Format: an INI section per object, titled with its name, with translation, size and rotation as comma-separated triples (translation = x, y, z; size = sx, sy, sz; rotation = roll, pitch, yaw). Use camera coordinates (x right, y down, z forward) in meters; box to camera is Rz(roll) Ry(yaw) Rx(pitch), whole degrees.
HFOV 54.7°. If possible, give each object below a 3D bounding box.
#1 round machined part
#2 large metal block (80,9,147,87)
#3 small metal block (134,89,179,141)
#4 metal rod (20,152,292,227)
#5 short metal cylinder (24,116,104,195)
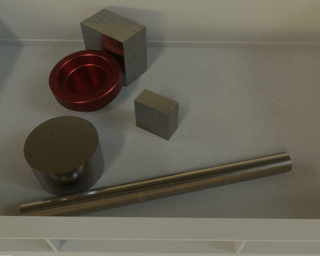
[round machined part]
translation = -0.101, -0.062, 0.439
size = 0.099, 0.042, 0.098
rotation = -2, 57, 3
[large metal block]
translation = -0.067, -0.122, 0.471
size = 0.080, 0.080, 0.050
rotation = 30, 56, 22
[small metal block]
translation = -0.004, -0.017, 0.403
size = 0.050, 0.050, 0.025
rotation = 24, 54, 18
[metal rod]
translation = 0.004, 0.066, 0.349
size = 0.302, 0.025, 0.025
rotation = -10, 51, -9
[short metal cylinder]
translation = -0.109, 0.032, 0.361
size = 0.081, 0.050, 0.080
rotation = 0, 50, 0
